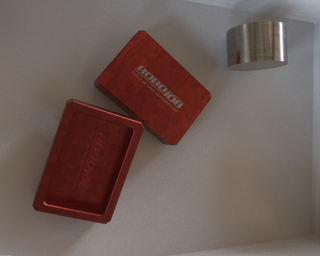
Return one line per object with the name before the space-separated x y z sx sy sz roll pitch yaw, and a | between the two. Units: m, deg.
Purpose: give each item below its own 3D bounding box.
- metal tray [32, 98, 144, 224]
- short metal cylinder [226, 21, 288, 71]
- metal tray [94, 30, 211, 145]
metal tray | -0.084 0.040 0.364 0.091 0.030 0.129 18 95 -20
short metal cylinder | 0.135 -0.111 0.432 0.081 0.080 0.050 -3 91 -20
metal tray | -0.007 -0.050 0.406 0.130 0.030 0.090 41 77 -16
